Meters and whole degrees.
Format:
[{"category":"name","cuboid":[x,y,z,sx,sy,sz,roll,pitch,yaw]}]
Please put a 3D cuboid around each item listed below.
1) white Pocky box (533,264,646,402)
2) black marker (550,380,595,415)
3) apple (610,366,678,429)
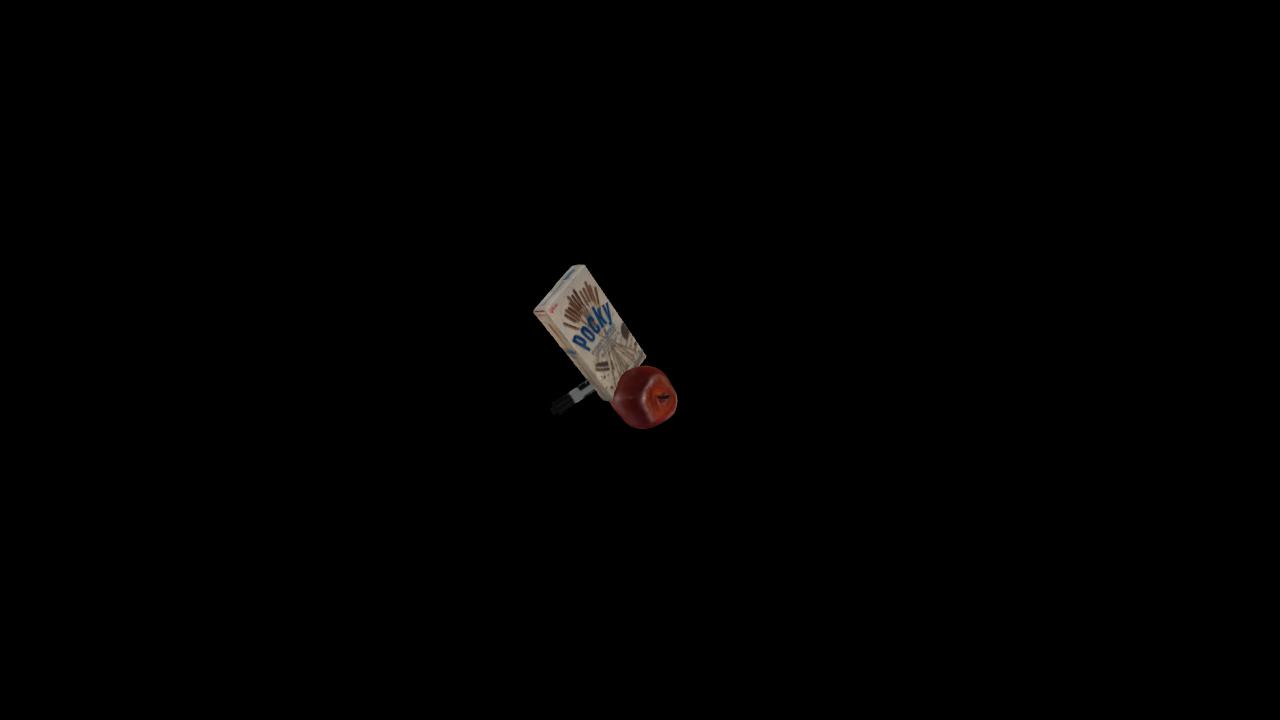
[{"category":"white Pocky box","cuboid":[-0.056,-0.030,0.741,0.028,0.084,0.154,1,-44,44]},{"category":"black marker","cuboid":[-0.060,0.031,0.768,0.121,0.020,0.020,-34,13,-20]},{"category":"apple","cuboid":[0.004,0.046,0.762,0.079,0.079,0.093,0,0,-39]}]
